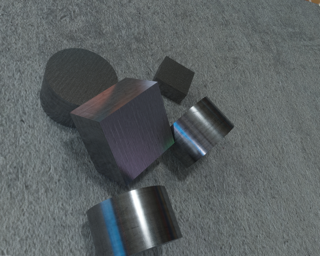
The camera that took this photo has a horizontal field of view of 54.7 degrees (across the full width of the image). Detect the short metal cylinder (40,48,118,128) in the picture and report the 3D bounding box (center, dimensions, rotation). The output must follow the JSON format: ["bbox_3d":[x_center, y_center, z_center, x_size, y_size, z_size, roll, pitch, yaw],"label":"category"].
[{"bbox_3d":[-0.096,-0.046,0.364,0.081,0.050,0.080,14,56,-21],"label":"short metal cylinder"}]

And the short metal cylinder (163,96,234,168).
[{"bbox_3d":[0.046,0.005,0.390,0.050,0.080,0.080,48,51,5],"label":"short metal cylinder"}]

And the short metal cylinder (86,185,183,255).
[{"bbox_3d":[-0.025,0.094,0.298,0.081,0.080,0.050,-7,65,-31],"label":"short metal cylinder"}]

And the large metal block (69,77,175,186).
[{"bbox_3d":[-0.037,0.001,0.336,0.080,0.050,0.080,-40,128,-33],"label":"large metal block"}]

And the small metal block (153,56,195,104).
[{"bbox_3d":[0.018,-0.071,0.457,0.050,0.025,0.050,29,52,-10],"label":"small metal block"}]
